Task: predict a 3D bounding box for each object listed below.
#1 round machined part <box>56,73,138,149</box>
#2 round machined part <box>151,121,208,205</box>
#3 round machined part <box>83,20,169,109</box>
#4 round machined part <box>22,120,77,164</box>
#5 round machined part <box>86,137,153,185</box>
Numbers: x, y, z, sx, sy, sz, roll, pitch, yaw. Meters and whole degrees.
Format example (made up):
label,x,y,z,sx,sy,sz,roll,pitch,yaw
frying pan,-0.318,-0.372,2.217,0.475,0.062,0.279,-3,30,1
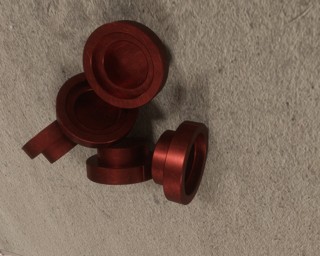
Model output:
label,x,y,z,sx,sy,sz,roll,pitch,yaw
round machined part,-0.080,-0.020,0.394,0.098,0.098,0.042,39,152,1
round machined part,0.023,0.038,0.371,0.042,0.098,0.097,11,123,22
round machined part,-0.036,-0.075,0.361,0.098,0.042,0.097,8,116,17
round machined part,-0.140,0.013,0.440,0.098,0.098,0.042,-31,102,37
round machined part,-0.048,0.039,0.412,0.098,0.099,0.042,3,100,26
